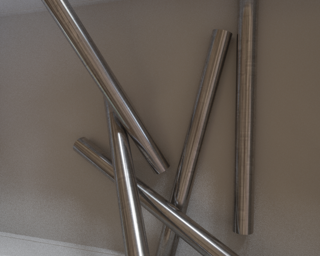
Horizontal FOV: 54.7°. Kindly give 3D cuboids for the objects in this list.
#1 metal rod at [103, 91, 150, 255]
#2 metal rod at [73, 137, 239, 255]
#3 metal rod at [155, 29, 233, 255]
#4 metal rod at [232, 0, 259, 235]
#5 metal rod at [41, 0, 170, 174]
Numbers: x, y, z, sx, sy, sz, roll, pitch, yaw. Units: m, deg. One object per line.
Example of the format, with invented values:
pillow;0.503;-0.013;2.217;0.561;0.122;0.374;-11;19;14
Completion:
metal rod;-0.037;0.077;0.354;0.025;0.025;0.299;-26;55;18
metal rod;-0.003;0.097;0.385;0.300;0.025;0.025;33;101;26
metal rod;0.042;0.026;0.395;0.025;0.025;0.298;15;95;19
metal rod;0.103;-0.024;0.373;0.025;0.025;0.298;1;90;19
metal rod;-0.072;-0.069;0.370;0.025;0.025;0.299;-26;107;18
